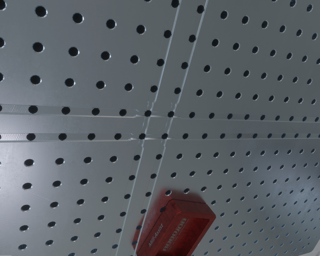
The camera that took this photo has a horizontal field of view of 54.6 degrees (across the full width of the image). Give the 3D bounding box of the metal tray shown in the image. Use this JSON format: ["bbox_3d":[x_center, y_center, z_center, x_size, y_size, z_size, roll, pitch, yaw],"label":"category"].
[{"bbox_3d":[0.028,0.188,0.538,0.091,0.030,0.129,17,109,-35],"label":"metal tray"}]
